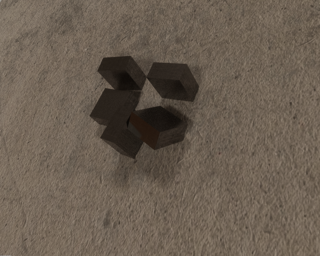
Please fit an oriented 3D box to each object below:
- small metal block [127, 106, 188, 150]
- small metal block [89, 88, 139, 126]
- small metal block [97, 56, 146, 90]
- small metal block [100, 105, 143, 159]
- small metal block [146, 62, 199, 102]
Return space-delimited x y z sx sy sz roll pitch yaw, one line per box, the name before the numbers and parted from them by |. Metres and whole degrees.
small metal block | -0.003 -0.002 0.384 0.050 0.050 0.025 36 124 32
small metal block | -0.067 -0.028 0.455 0.050 0.025 0.050 13 68 33
small metal block | -0.056 -0.081 0.465 0.050 0.050 0.025 4 64 29
small metal block | -0.043 0.006 0.406 0.025 0.050 0.050 16 70 34
small metal block | 0.018 -0.061 0.415 0.050 0.050 0.025 11 67 32
